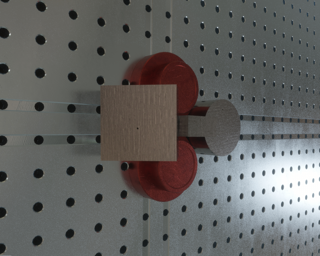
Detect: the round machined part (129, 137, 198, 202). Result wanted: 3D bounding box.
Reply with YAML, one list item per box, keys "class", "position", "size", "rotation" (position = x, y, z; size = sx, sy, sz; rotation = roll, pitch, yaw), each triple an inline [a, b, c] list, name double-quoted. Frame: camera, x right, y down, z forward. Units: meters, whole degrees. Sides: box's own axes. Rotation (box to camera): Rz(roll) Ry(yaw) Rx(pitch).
- class: "round machined part"
  position: [0.011, 0.048, 0.408]
  size: [0.099, 0.042, 0.097]
  rotation: [0, 90, -40]

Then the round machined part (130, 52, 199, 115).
- class: "round machined part"
  position: [0.013, -0.052, 0.409]
  size: [0.099, 0.042, 0.097]
  rotation: [0, 90, -40]

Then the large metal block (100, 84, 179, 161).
- class: "large metal block"
  position: [-0.020, -0.006, 0.349]
  size: [0.050, 0.080, 0.080]
  rotation: [-6, 96, -85]

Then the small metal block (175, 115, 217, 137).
- class: "small metal block"
  position: [0.036, -0.002, 0.394]
  size: [0.050, 0.050, 0.025]
  rotation: [2, 89, -40]

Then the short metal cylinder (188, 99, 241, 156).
- class: "short metal cylinder"
  position: [0.073, -0.001, 0.452]
  size: [0.081, 0.050, 0.080]
  rotation: [0, 90, -40]
